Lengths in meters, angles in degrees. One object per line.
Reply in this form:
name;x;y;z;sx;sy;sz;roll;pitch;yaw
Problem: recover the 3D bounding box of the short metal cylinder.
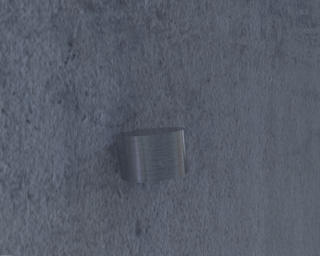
short metal cylinder;-0.009;0.029;0.364;0.081;0.080;0.050;-10;97;-40
